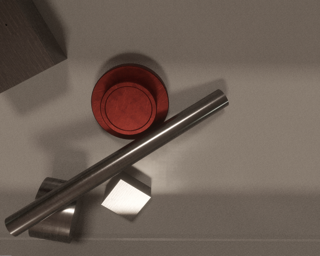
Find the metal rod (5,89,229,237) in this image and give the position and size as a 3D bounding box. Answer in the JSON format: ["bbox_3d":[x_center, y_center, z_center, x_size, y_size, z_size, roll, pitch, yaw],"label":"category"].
[{"bbox_3d":[-0.046,0.038,0.381,0.301,0.025,0.025,-31,108,-7],"label":"metal rod"}]

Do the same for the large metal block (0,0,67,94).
[{"bbox_3d":[-0.171,-0.095,0.360,0.080,0.050,0.080,-25,109,8],"label":"large metal block"}]

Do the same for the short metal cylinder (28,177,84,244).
[{"bbox_3d":[-0.137,0.111,0.421,0.050,0.080,0.079,12,110,-5],"label":"short metal cylinder"}]

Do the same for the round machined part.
[{"bbox_3d":[-0.038,-0.030,0.391,0.099,0.042,0.097,0,110,-1],"label":"round machined part"}]

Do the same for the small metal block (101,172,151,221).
[{"bbox_3d":[-0.048,0.098,0.447,0.050,0.025,0.050,34,106,-12],"label":"small metal block"}]
